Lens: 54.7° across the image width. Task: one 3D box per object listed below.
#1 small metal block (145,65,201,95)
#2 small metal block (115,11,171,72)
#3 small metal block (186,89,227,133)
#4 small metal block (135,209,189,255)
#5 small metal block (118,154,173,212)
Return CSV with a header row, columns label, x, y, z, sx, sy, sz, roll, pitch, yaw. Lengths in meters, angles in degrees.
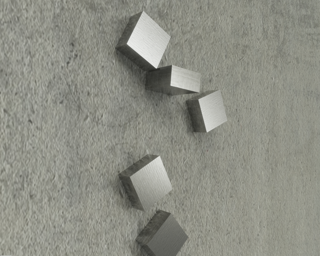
label,x,y,z,sx,sy,sz,roll,pitch,yaw
small metal block,0.017,-0.060,0.402,0.050,0.050,0.025,7,86,-40
small metal block,-0.020,-0.107,0.387,0.050,0.025,0.050,35,69,-35
small metal block,0.071,-0.026,0.463,0.050,0.025,0.050,-27,107,-37
small metal block,0.004,0.145,0.408,0.050,0.025,0.050,-47,118,-30
small metal block,-0.017,0.068,0.390,0.050,0.025,0.050,-33,111,-35
